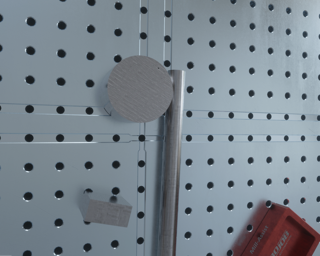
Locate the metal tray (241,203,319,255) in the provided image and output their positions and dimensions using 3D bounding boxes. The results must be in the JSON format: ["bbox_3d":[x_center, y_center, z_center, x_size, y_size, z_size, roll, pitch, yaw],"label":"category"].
[{"bbox_3d":[0.183,0.196,0.479,0.090,0.030,0.130,40,77,-16],"label":"metal tray"}]

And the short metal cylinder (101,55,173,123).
[{"bbox_3d":[-0.031,-0.046,0.389,0.081,0.050,0.079,0,90,-20],"label":"short metal cylinder"}]

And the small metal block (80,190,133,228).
[{"bbox_3d":[-0.067,0.097,0.376,0.050,0.050,0.025,15,85,-20],"label":"small metal block"}]

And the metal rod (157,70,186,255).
[{"bbox_3d":[0.014,0.072,0.419,0.025,0.025,0.298,4,89,-20],"label":"metal rod"}]
